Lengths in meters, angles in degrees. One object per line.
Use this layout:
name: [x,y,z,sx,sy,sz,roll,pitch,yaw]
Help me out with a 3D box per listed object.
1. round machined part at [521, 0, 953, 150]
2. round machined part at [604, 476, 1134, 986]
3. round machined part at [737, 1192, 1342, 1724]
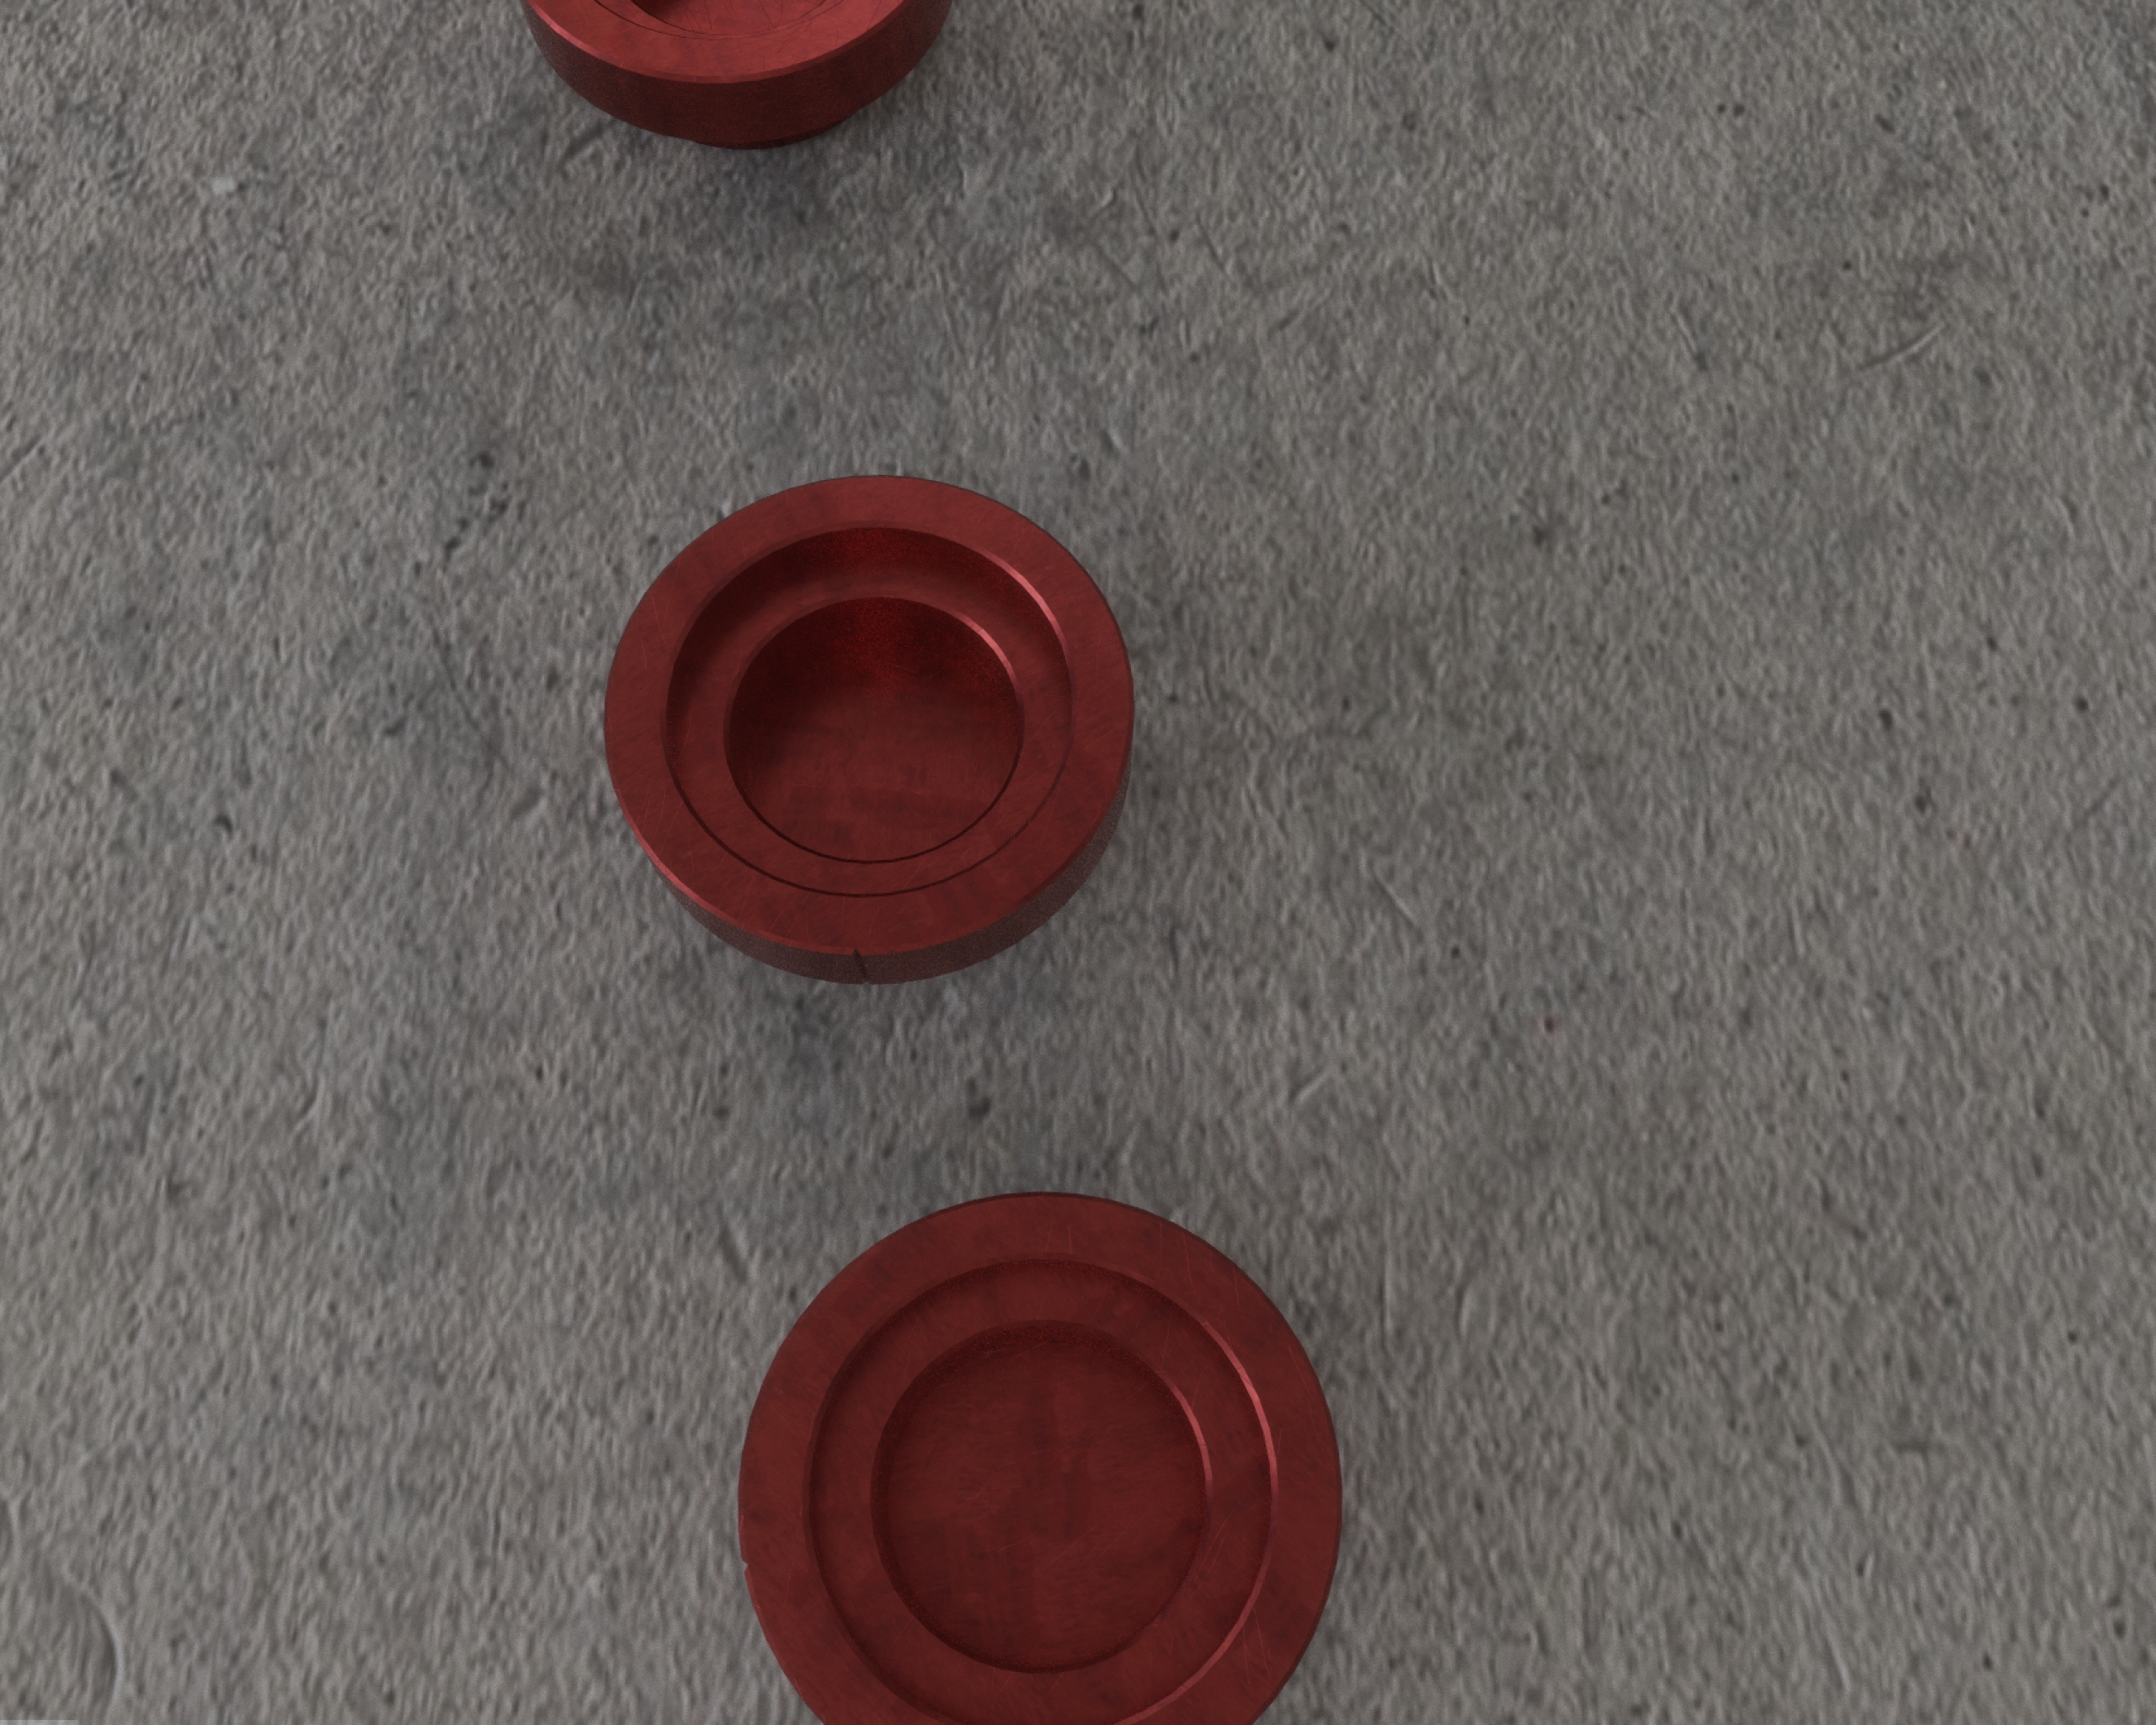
round machined part: [-0.076,-0.202,0.472,0.099,0.042,0.098,0,70,0]
round machined part: [-0.039,-0.022,0.407,0.099,0.042,0.098,0,70,0]
round machined part: [-0.006,0.109,0.359,0.099,0.042,0.098,0,70,0]
